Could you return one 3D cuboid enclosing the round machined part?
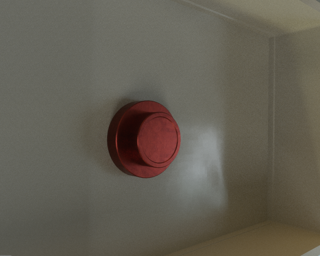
[{"bbox_3d":[-0.012,0.014,0.387,0.099,0.042,0.097,0,90,-40],"label":"round machined part"}]
